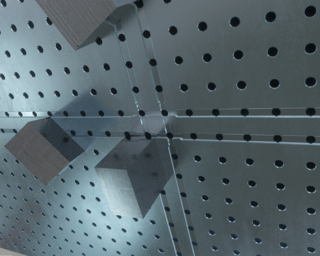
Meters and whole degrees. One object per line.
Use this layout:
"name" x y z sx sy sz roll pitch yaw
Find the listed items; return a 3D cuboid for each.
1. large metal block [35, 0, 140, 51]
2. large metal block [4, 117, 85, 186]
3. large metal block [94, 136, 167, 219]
"large metal block" -0.084 -0.148 0.346 0.080 0.050 0.080 -30 102 37
"large metal block" -0.172 0.032 0.474 0.050 0.080 0.080 -44 94 6
"large metal block" -0.037 0.066 0.435 0.050 0.080 0.080 -1 118 28
